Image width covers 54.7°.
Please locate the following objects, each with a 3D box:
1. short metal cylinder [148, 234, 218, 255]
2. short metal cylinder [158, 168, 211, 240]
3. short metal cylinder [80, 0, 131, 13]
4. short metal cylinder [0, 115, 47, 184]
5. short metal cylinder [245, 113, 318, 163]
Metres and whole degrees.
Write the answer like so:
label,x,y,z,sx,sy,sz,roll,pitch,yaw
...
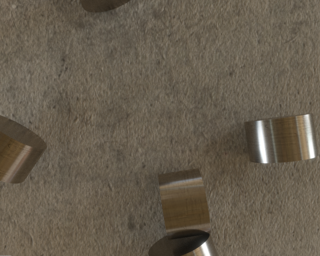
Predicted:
label,x,y,z,sx,sy,sz,roll,pitch,yaw
short metal cylinder,0.032,0.165,0.383,0.080,0.080,0.050,-19,90,0
short metal cylinder,0.029,0.093,0.383,0.050,0.080,0.080,-9,90,0
short metal cylinder,-0.068,-0.187,0.382,0.080,0.080,0.050,-23,90,0
short metal cylinder,-0.189,0.024,0.380,0.080,0.080,0.050,34,90,-1
short metal cylinder,0.149,0.012,0.385,0.081,0.080,0.050,-8,90,0
